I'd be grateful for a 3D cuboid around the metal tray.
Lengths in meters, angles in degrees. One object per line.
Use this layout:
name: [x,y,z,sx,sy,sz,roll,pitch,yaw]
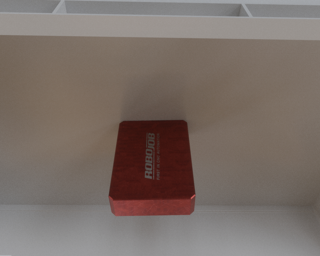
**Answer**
metal tray: [-0.008,0.043,0.376,0.091,0.130,0.030,-1,130,0]
